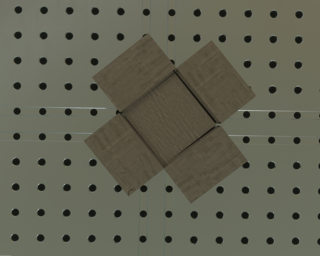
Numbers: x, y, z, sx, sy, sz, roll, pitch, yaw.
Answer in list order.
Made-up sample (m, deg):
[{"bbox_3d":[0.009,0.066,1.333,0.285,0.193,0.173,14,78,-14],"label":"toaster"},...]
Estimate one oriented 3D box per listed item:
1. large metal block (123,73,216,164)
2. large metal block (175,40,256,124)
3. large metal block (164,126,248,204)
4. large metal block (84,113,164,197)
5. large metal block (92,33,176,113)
[{"bbox_3d":[0.012,-0.011,0.400,0.080,0.050,0.080,-38,89,2],"label":"large metal block"},{"bbox_3d":[0.063,-0.052,0.386,0.050,0.080,0.080,-39,91,0],"label":"large metal block"},{"bbox_3d":[0.052,0.041,0.387,0.080,0.080,0.050,-37,90,0],"label":"large metal block"},{"bbox_3d":[-0.040,0.029,0.385,0.050,0.080,0.080,-39,91,0],"label":"large metal block"},{"bbox_3d":[-0.029,-0.062,0.386,0.080,0.080,0.050,-38,90,0],"label":"large metal block"}]
